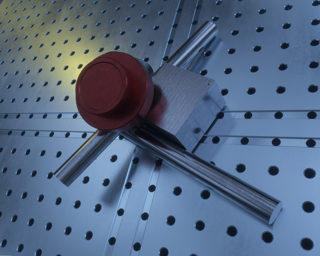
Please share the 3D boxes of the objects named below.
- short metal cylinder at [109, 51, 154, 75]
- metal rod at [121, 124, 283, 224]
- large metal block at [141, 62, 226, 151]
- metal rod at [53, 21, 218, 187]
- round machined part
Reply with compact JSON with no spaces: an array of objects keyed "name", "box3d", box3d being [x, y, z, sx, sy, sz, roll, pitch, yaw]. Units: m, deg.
[{"name":"short metal cylinder","box3d":[-0.053,-0.063,0.437,0.050,0.080,0.080,28,77,37]},{"name":"metal rod","box3d":[0.005,0.026,0.387,0.300,0.025,0.025,28,77,37]},{"name":"large metal block","box3d":[0.022,-0.027,0.391,0.080,0.050,0.080,29,77,37]},{"name":"metal rod","box3d":[-0.023,-0.042,0.420,0.025,0.025,0.301,31,71,37]},{"name":"round machined part","box3d":[-0.061,-0.045,0.371,0.098,0.042,0.097,-3,80,20]}]
